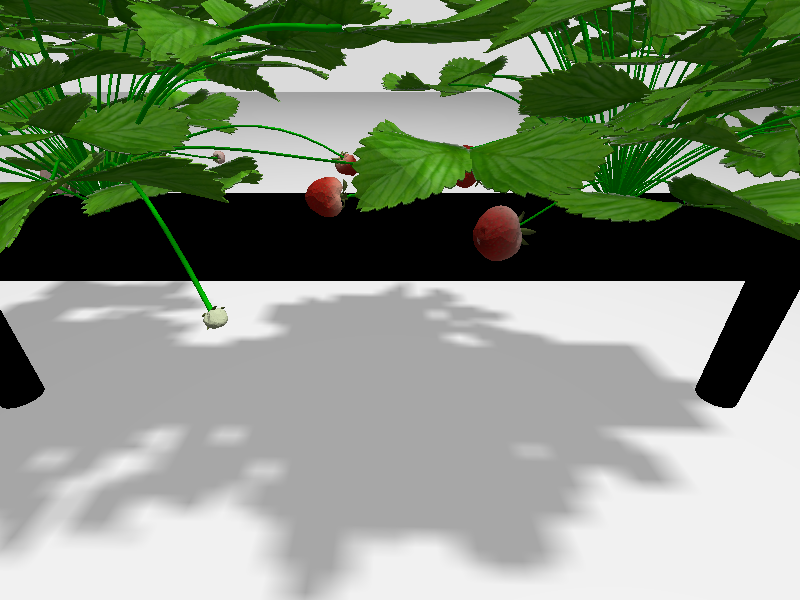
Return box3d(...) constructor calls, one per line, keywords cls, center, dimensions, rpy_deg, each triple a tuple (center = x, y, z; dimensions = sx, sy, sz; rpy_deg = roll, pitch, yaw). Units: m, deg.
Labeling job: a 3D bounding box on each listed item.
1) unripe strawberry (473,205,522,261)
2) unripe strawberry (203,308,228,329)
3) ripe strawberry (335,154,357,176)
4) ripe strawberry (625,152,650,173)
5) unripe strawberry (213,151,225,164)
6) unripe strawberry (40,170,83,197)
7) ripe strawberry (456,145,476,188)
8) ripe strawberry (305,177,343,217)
box3d(cls="unripe strawberry", center=(0.060, -0.041, 0.253), dimensions=(0.033, 0.034, 0.030), rpy_deg=(-23, 36, -34))
box3d(cls="unripe strawberry", center=(-0.088, 0.009, 0.191), dimensions=(0.011, 0.010, 0.010), rpy_deg=(-24, 38, -36))
box3d(cls="ripe strawberry", center=(-0.062, -0.159, 0.475), dimensions=(0.028, 0.025, 0.026), rpy_deg=(34, -6, 45))
box3d(cls="ripe strawberry", center=(0.283, -0.162, 0.479), dimensions=(0.027, 0.028, 0.029), rpy_deg=(17, 26, 28))
box3d(cls="unripe strawberry", center=(-0.250, -0.198, 0.554), dimensions=(0.016, 0.017, 0.017), rpy_deg=(1, 29, 2))
box3d(cls="unripe strawberry", center=(-0.339, -0.124, 0.402), dimensions=(0.040, 0.039, 0.037), rpy_deg=(21, 35, 33))
box3d(cls="ripe strawberry", center=(0.065, -0.142, 0.425), dimensions=(0.043, 0.043, 0.047), rpy_deg=(19, 34, 31))
box3d(cls="ripe strawberry", center=(-0.063, -0.086, 0.336), dimensions=(0.031, 0.033, 0.029), rpy_deg=(-2, 29, -3))
